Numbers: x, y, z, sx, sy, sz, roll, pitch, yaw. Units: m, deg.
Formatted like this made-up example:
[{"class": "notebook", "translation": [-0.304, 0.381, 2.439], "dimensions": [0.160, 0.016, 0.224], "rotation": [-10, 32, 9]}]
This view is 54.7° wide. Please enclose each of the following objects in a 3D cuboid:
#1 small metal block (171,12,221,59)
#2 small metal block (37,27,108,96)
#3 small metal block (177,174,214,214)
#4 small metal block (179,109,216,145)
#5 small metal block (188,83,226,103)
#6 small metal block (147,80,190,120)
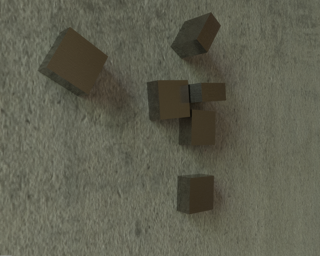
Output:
[{"class": "small metal block", "translation": [0.050, -0.128, 0.432], "dimensions": [0.025, 0.050, 0.050], "rotation": [41, 65, -33]}, {"class": "small metal block", "translation": [-0.091, -0.069, 0.329], "dimensions": [0.050, 0.025, 0.050], "rotation": [35, 68, -35]}, {"class": "small metal block", "translation": [0.052, 0.095, 0.451], "dimensions": [0.050, 0.025, 0.050], "rotation": [3, 88, -40]}, {"class": "small metal block", "translation": [0.055, 0.000, 0.453], "dimensions": [0.050, 0.025, 0.050], "rotation": [2, 89, -40]}, {"class": "small metal block", "translation": [0.057, -0.049, 0.439], "dimensions": [0.050, 0.050, 0.025], "rotation": [-7, 95, -41]}, {"class": "small metal block", "translation": [0.012, -0.038, 0.415], "dimensions": [0.050, 0.025, 0.050], "rotation": [-7, 95, -36]}]
